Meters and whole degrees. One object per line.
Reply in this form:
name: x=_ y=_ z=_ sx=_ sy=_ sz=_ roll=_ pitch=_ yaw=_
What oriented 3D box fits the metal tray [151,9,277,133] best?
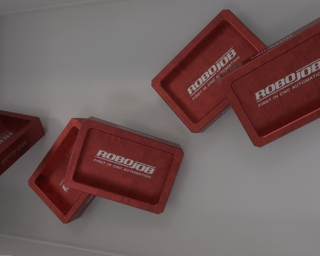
metal tray: x=0.065 y=-0.067 z=0.384 sx=0.130 sy=0.030 sz=0.090 roll=-43 pitch=77 yaw=15

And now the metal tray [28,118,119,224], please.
metal tray: x=-0.123 y=0.061 z=0.451 sx=0.090 sy=0.030 sz=0.130 roll=41 pitch=103 yaw=15

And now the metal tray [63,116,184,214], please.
metal tray: x=-0.045 y=0.047 z=0.397 sx=0.131 sy=0.030 sz=0.089 roll=18 pitch=97 yaw=-5

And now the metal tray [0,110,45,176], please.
metal tray: x=-0.243 y=0.026 z=0.444 sx=0.090 sy=0.130 sz=0.030 roll=10 pitch=129 yaw=19

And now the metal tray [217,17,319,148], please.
metal tray: x=0.140 y=-0.048 z=0.335 sx=0.130 sy=0.030 sz=0.090 roll=-29 pitch=102 yaw=12
